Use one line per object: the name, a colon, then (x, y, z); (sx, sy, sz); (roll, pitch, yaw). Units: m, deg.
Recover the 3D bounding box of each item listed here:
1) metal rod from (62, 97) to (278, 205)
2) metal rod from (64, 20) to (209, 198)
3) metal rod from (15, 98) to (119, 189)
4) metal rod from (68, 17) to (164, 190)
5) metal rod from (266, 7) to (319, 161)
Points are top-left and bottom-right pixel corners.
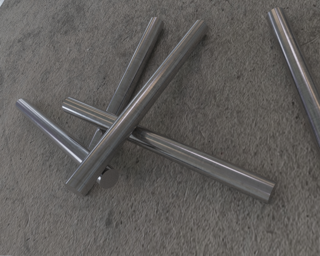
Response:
metal rod: (-0.010, 0.015, 0.379); (0.300, 0.025, 0.025); (22, 73, 29)
metal rod: (-0.014, -0.043, 0.394); (0.025, 0.025, 0.301); (14, 55, 34)
metal rod: (-0.153, 0.008, 0.457); (0.300, 0.025, 0.025); (28, 77, 44)
metal rod: (-0.058, -0.045, 0.461); (0.025, 0.025, 0.300); (9, 66, 32)
metal rod: (0.164, -0.026, 0.333); (0.025, 0.025, 0.299); (-17, 55, 19)
